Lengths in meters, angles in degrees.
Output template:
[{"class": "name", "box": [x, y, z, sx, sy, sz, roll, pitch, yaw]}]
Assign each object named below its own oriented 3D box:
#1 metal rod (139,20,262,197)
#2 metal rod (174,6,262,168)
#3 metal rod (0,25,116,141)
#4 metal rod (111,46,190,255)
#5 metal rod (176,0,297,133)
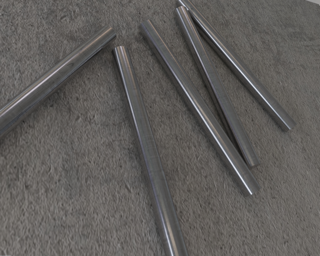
[{"class": "metal rod", "box": [0.052, -0.038, 0.454, 0.025, 0.025, 0.299, -21, 73, -36]}, {"class": "metal rod", "box": [0.084, -0.075, 0.494, 0.025, 0.025, 0.299, -7, 65, -31]}, {"class": "metal rod", "box": [-0.140, -0.039, 0.352, 0.025, 0.025, 0.301, 37, 51, -4]}, {"class": "metal rod", "box": [-0.016, 0.024, 0.380, 0.025, 0.025, 0.299, -3, 63, -30]}, {"class": "metal rod", "box": [0.130, -0.117, 0.544, 0.025, 0.025, 0.300, -31, 79, -38]}]
